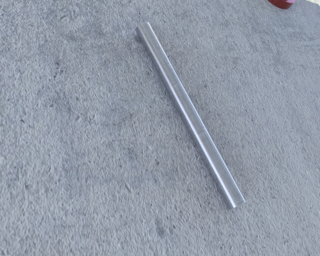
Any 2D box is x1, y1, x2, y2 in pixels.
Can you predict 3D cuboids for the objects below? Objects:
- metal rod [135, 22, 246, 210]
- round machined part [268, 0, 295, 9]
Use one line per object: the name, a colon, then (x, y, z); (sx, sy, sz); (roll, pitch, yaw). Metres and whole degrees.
metal rod: (0.036, -0.029, 0.440); (0.025, 0.025, 0.299); (-14, 69, -34)
round machined part: (0.297, -0.344, 0.763); (0.099, 0.042, 0.098); (14, 56, -21)
